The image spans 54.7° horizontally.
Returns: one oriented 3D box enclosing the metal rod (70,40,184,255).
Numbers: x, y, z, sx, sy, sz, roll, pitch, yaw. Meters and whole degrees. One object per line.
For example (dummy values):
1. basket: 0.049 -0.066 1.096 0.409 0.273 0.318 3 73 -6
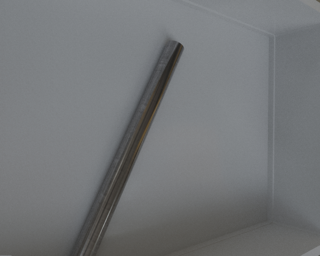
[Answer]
1. metal rod: -0.034 0.019 0.380 0.025 0.025 0.300 36 68 -35
